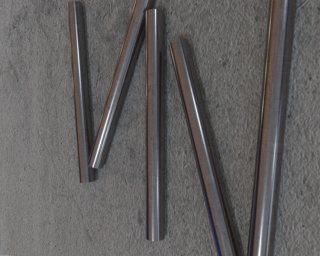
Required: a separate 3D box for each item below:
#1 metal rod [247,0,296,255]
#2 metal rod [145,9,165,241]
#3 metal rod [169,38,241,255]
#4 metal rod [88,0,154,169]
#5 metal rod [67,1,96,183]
[{"bbox_3d":[0.112,-0.005,0.311,0.025,0.025,0.298,7,94,40],"label":"metal rod"},{"bbox_3d":[-0.007,-0.004,0.410,0.025,0.025,0.298,0,90,40],"label":"metal rod"},{"bbox_3d":[0.054,0.038,0.360,0.025,0.025,0.299,-20,77,38],"label":"metal rod"},{"bbox_3d":[-0.054,-0.078,0.449,0.025,0.025,0.298,30,109,36],"label":"metal rod"},{"bbox_3d":[-0.130,-0.061,0.512,0.025,0.025,0.298,-9,84,40],"label":"metal rod"}]
